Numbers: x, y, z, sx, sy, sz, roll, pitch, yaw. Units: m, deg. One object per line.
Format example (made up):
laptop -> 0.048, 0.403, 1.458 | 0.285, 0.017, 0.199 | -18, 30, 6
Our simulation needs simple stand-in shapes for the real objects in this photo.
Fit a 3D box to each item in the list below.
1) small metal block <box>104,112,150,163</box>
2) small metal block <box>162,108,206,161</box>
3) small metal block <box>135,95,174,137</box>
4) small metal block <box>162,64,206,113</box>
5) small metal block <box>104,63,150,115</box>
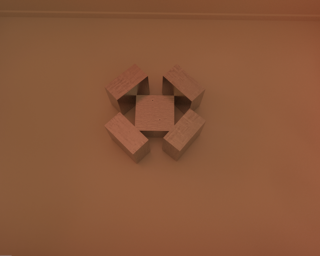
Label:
small metal block -> -0.040, 0.014, 0.389 | 0.025, 0.050, 0.050 | -43, 76, -13
small metal block -> 0.029, 0.010, 0.390 | 0.025, 0.050, 0.050 | 39, 74, 12
small metal block -> -0.007, -0.016, 0.413 | 0.050, 0.025, 0.050 | 1, 70, 0
small metal block -> 0.030, -0.049, 0.412 | 0.025, 0.050, 0.050 | -43, 77, -15
small metal block -> -0.042, -0.050, 0.412 | 0.050, 0.050, 0.025 | -40, 74, -13
